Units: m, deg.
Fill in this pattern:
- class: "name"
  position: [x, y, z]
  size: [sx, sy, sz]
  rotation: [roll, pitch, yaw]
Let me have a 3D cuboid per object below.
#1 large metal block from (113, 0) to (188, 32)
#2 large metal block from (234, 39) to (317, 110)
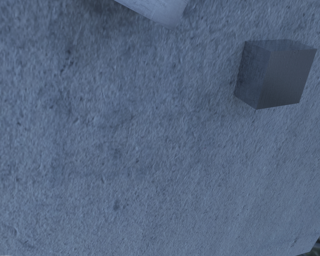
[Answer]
- class: "large metal block"
  position: [-0.026, -0.135, 0.275]
  size: [0.081, 0.080, 0.050]
  rotation: [16, 110, -35]
- class: "large metal block"
  position: [0.158, -0.077, 0.432]
  size: [0.081, 0.050, 0.079]
  rotation: [-9, 123, -24]
